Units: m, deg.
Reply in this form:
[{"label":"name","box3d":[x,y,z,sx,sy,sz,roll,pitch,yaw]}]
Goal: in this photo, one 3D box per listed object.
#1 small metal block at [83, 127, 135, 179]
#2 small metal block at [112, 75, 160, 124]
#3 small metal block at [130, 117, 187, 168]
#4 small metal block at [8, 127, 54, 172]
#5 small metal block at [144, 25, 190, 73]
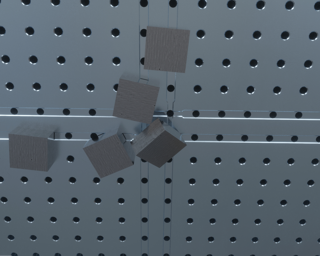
[{"label":"small metal block","box3d":[-0.069,0.034,0.425,0.050,0.025,0.050,-23,109,8]},{"label":"small metal block","box3d":[-0.030,-0.037,0.400,0.050,0.025,0.050,12,110,-5]},{"label":"small metal block","box3d":[-0.002,0.021,0.409,0.050,0.025,0.050,-42,136,14]},{"label":"small metal block","box3d":[-0.174,0.029,0.423,0.050,0.025,0.050,7,110,-3]},{"label":"small metal block","box3d":[0.008,-0.096,0.378,0.050,0.025,0.050,5,110,-2]}]
